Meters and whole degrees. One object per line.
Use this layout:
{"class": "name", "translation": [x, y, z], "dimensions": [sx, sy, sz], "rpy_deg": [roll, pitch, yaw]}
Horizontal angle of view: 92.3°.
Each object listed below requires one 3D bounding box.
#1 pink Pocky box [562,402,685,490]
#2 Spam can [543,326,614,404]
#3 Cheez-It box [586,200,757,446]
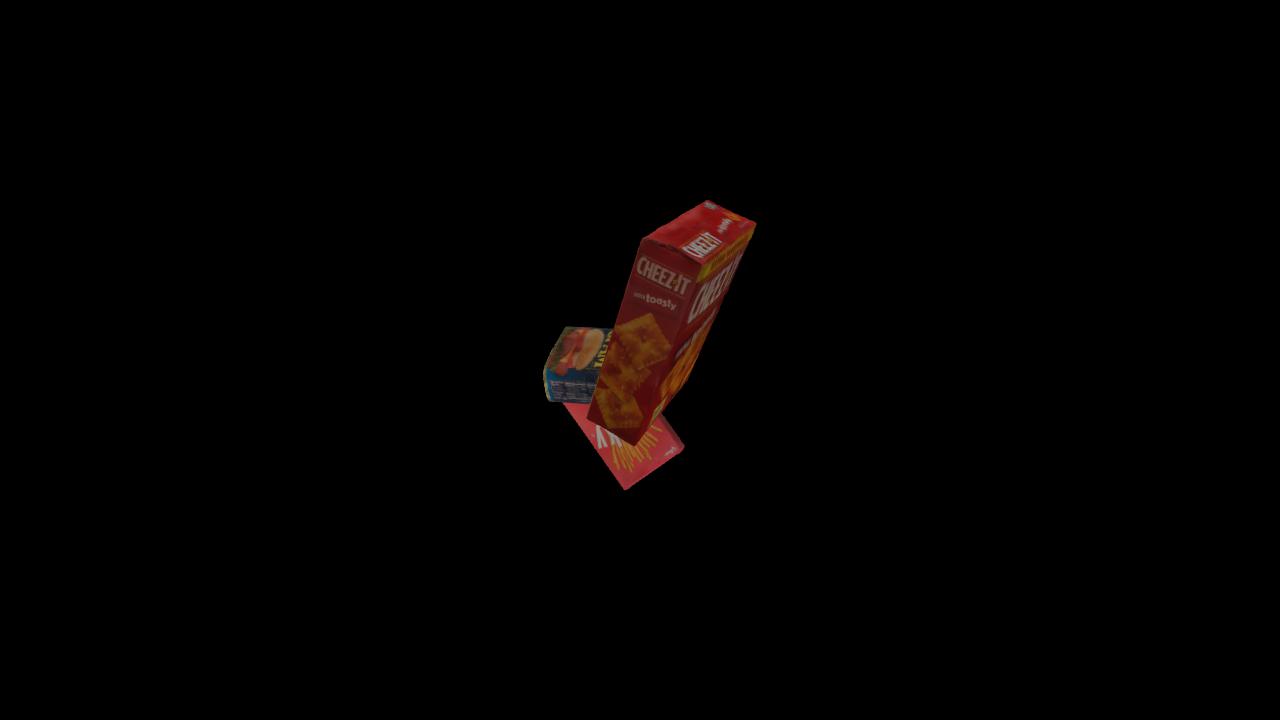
{"class": "pink Pocky box", "translation": [-0.027, 0.063, 0.706], "dimensions": [0.084, 0.155, 0.029], "rpy_deg": [-36, -5, 10]}
{"class": "Spam can", "translation": [-0.051, 0.006, 0.686], "dimensions": [0.085, 0.058, 0.101], "rpy_deg": [3, 37, 14]}
{"class": "Cheez-It box", "translation": [0.032, -0.042, 0.651], "dimensions": [0.071, 0.223, 0.166], "rpy_deg": [28, 34, 12]}
